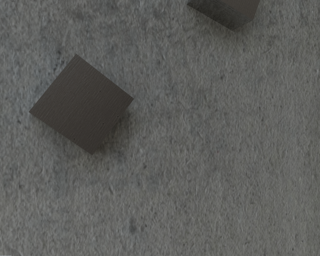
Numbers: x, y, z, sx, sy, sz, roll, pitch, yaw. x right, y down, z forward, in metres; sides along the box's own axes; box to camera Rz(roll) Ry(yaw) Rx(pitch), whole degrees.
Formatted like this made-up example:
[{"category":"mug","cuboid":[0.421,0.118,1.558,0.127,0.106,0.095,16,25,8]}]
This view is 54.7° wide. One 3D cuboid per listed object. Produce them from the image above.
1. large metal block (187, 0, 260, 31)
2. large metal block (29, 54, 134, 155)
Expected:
[{"category":"large metal block","cuboid":[0.095,-0.197,0.432,0.080,0.050,0.080,23,82,-19]},{"category":"large metal block","cuboid":[-0.092,-0.025,0.362,0.080,0.050,0.080,38,78,-17]}]
